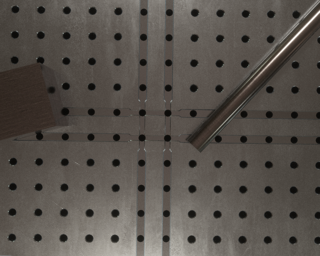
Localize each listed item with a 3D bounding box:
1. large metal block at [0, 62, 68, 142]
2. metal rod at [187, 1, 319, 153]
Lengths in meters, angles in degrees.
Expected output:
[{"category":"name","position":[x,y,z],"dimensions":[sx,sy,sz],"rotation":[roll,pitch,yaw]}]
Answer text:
[{"category":"large metal block","position":[-0.175,-0.031,0.399],"dimensions":[0.080,0.050,0.080],"rotation":[-15,90,-1]},{"category":"metal rod","position":[0.149,-0.084,0.415],"dimensions":[0.025,0.025,0.300],"rotation":[44,90,-1]}]
